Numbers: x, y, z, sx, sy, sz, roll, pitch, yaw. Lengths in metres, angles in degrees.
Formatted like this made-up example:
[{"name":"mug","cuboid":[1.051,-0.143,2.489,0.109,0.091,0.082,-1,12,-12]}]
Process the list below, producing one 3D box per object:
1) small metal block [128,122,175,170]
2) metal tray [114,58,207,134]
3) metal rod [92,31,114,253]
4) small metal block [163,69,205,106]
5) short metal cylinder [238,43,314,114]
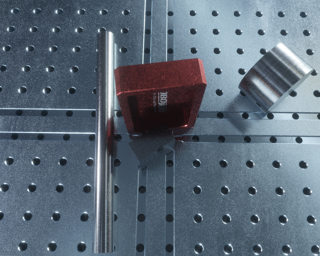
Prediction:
[{"name":"small metal block","cuboid":[-0.010,0.024,0.389,0.050,0.050,0.025,-31,73,-11]},{"name":"metal tray","cuboid":[0.000,-0.031,0.367,0.091,0.130,0.030,-7,71,-2]},{"name":"metal rod","cuboid":[-0.073,0.004,0.409,0.025,0.025,0.299,-3,70,-1]},{"name":"small metal block","cuboid":[0.031,-0.054,0.418,0.050,0.050,0.025,-5,70,-2]},{"name":"short metal cylinder","cuboid":[0.151,-0.064,0.407,0.080,0.080,0.050,-38,75,-13]}]
